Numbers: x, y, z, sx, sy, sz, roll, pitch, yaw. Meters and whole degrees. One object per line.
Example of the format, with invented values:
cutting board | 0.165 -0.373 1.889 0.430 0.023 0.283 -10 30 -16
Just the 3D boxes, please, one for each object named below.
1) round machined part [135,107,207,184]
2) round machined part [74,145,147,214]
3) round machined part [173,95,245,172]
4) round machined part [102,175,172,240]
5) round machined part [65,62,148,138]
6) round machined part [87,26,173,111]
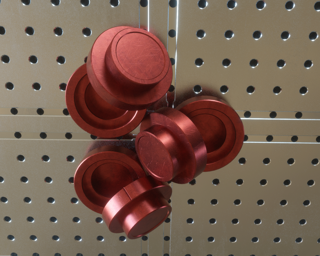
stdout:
round machined part | 0.006 0.027 0.382 0.042 0.098 0.098 -29 114 -35
round machined part | -0.065 0.068 0.428 0.099 0.042 0.097 0 110 0
round machined part | 0.056 0.005 0.406 0.099 0.042 0.097 0 110 0
round machined part | -0.023 0.110 0.414 0.099 0.042 0.098 -28 148 -19
round machined part | -0.063 -0.040 0.388 0.099 0.042 0.097 0 110 0
round machined part | -0.028 -0.072 0.348 0.099 0.042 0.098 8 71 -24
